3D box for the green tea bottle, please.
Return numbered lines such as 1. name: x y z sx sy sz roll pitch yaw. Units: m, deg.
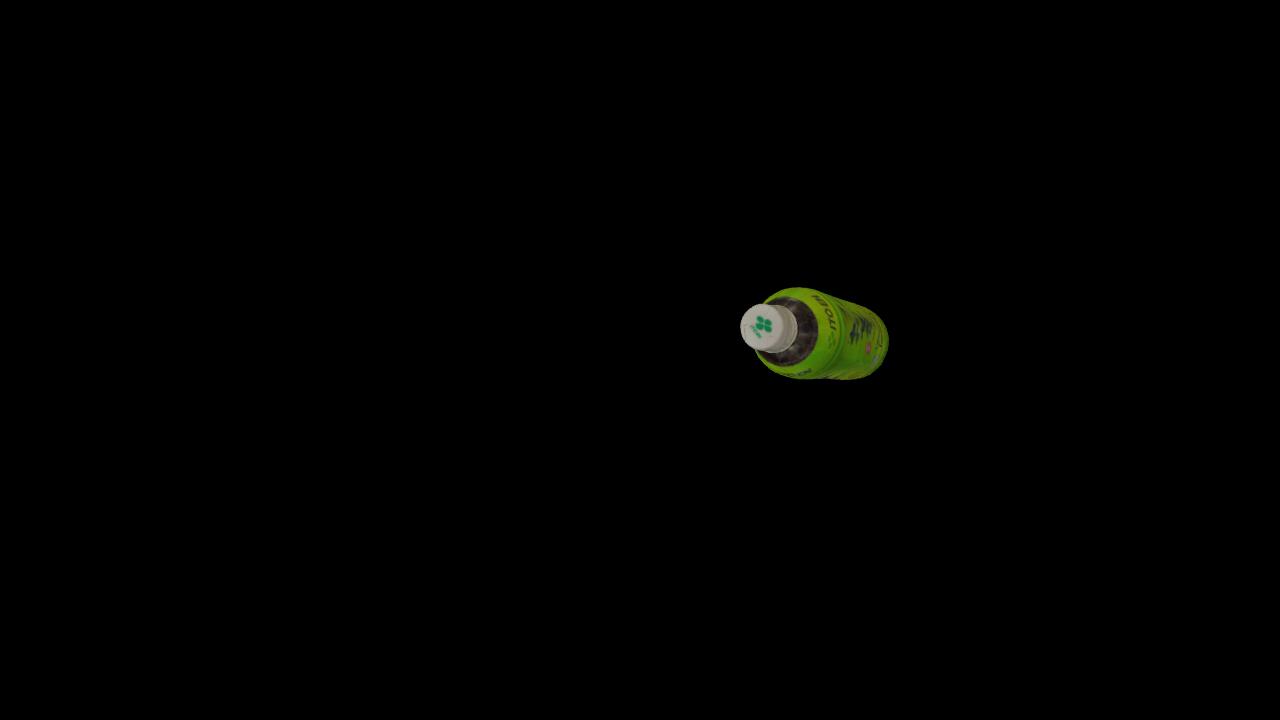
1. green tea bottle: 0.138 -0.019 0.488 0.073 0.073 0.212 0 -1 37
